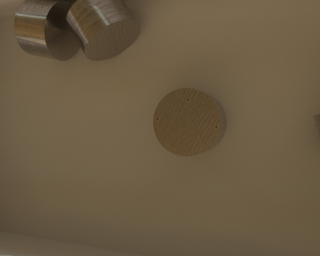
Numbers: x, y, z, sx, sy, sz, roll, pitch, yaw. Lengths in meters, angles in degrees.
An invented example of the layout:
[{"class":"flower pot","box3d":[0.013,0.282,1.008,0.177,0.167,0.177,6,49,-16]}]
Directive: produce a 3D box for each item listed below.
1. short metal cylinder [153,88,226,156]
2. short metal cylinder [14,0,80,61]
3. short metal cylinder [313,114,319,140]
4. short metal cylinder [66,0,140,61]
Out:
[{"class":"short metal cylinder","box3d":[0.038,-0.007,0.384,0.080,0.050,0.080,0,90,20]},{"class":"short metal cylinder","box3d":[-0.154,-0.138,0.436,0.050,0.080,0.080,14,95,19]},{"class":"short metal cylinder","box3d":[0.203,0.001,0.309,0.080,0.080,0.050,-15,85,19]},{"class":"short metal cylinder","box3d":[-0.074,-0.133,0.407,0.080,0.080,0.050,-34,79,17]}]
